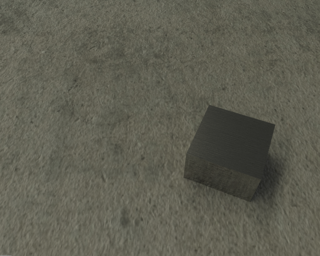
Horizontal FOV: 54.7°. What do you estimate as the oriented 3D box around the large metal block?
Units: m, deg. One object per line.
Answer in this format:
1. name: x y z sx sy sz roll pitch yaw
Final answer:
1. large metal block: 0.081 0.028 0.365 0.080 0.050 0.080 19 52 14
